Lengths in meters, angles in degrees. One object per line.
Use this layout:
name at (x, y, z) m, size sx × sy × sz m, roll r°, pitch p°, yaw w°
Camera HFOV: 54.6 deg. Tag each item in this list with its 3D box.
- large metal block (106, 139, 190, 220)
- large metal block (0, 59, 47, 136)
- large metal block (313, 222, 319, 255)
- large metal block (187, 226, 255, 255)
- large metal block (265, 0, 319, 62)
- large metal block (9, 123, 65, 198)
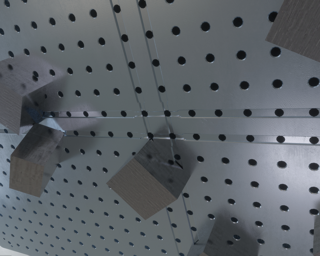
large metal block at (-0.018, 0.076, 0.452) m, size 0.080 × 0.050 × 0.080 m, roll 44°, pitch 129°, yaw -3°
large metal block at (-0.232, -0.049, 0.489) m, size 0.080 × 0.050 × 0.080 m, roll 32°, pitch 129°, yaw 8°
large metal block at (0.239, 0.140, 0.355) m, size 0.080 × 0.050 × 0.080 m, roll 42°, pitch 129°, yaw -1°
large metal block at (0.089, 0.213, 0.480) m, size 0.080 × 0.050 × 0.080 m, roll 34°, pitch 129°, yaw 5°
large metal block at (0.146, -0.101, 0.256) m, size 0.080 × 0.050 × 0.079 m, roll 26°, pitch 128°, yaw 11°
large metal block at (-0.200, 0.052, 0.507) m, size 0.050 × 0.080 × 0.080 m, roll 20°, pitch 128°, yaw -6°
